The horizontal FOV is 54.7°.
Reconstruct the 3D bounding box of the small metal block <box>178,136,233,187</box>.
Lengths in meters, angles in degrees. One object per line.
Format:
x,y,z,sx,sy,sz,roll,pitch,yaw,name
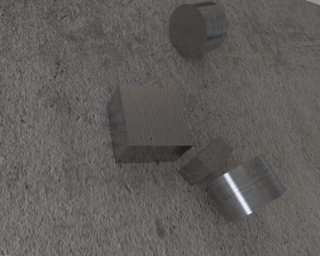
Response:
0.057,0.042,0.393,0.025,0.050,0.050,49,51,5,small metal block

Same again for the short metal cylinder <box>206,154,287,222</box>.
0.104,0.073,0.380,0.081,0.080,0.050,-19,72,-35,short metal cylinder

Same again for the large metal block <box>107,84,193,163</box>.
-0.015,-0.004,0.382,0.081,0.050,0.080,2,61,-27,large metal block

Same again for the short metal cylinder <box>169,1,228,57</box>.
0.060,-0.160,0.498,0.050,0.080,0.080,-25,76,-37,short metal cylinder
